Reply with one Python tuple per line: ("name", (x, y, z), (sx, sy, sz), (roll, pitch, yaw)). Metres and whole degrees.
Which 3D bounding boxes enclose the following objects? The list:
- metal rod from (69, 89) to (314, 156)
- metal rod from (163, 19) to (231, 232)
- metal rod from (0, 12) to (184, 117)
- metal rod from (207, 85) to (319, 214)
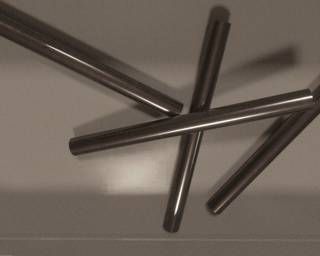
("metal rod", (0.027, -0.004, 0.386), (0.301, 0.025, 0.025), (-11, 110, 13))
("metal rod", (0.044, 0.011, 0.416), (0.025, 0.025, 0.298), (10, 110, -4))
("metal rod", (-0.109, -0.085, 0.378), (0.301, 0.025, 0.025), (25, 108, -10))
("metal rod", (0.171, 0.006, 0.416), (0.025, 0.025, 0.299), (36, 106, -13))
